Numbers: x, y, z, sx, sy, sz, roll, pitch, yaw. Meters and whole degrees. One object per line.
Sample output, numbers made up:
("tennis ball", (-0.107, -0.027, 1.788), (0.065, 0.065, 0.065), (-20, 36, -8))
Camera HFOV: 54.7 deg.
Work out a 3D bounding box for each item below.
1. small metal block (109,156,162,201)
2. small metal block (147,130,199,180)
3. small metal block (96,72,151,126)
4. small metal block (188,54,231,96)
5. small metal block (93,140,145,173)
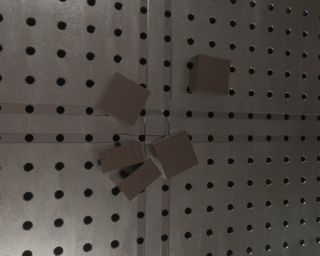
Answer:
("small metal block", (-0.032, 0.061, 0.389), (0.050, 0.050, 0.025), (-38, 103, -16))
("small metal block", (0.018, 0.035, 0.420), (0.050, 0.025, 0.050), (-24, 98, -19))
("small metal block", (-0.047, -0.036, 0.396), (0.050, 0.025, 0.050), (29, 81, -18))
("small metal block", (0.070, -0.074, 0.440), (0.050, 0.025, 0.050), (6, 88, -20))
("small metal block", (-0.052, 0.033, 0.381), (0.050, 0.050, 0.025), (-14, 95, -20))
